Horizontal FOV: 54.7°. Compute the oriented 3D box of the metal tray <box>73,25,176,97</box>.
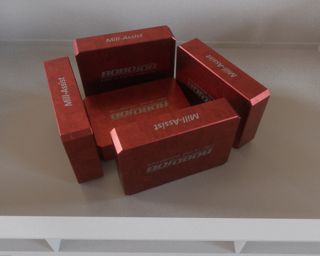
[{"bbox_3d":[-0.046,-0.088,0.433,0.131,0.089,0.030,-12,51,-11],"label":"metal tray"}]

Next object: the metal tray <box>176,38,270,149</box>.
[{"bbox_3d":[0.072,-0.045,0.400,0.030,0.089,0.130,-30,56,-22],"label":"metal tray"}]

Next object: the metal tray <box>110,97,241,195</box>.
[{"bbox_3d":[0.017,0.022,0.342,0.131,0.089,0.030,-16,52,-14],"label":"metal tray"}]

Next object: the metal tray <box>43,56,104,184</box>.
[{"bbox_3d":[-0.103,-0.011,0.368,0.030,0.089,0.130,-17,52,-14],"label":"metal tray"}]

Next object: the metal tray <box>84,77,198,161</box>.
[{"bbox_3d":[-0.027,-0.016,0.411,0.131,0.030,0.090,-15,52,-13],"label":"metal tray"}]
